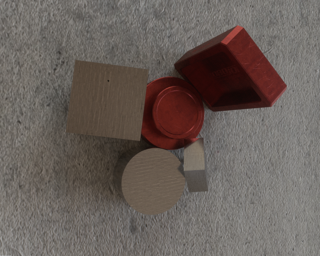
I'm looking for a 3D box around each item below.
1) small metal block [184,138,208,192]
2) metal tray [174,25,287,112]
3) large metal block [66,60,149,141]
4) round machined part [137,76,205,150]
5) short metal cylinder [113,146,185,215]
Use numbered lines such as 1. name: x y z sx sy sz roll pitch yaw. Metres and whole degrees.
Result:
1. small metal block: 0.047 0.049 0.404 0.025 0.050 0.050 -5 137 10
2. metal tray: 0.079 -0.065 0.384 0.030 0.130 0.090 -46 105 -14
3. large metal block: -0.058 -0.029 0.363 0.081 0.050 0.080 7 88 -3
4. round machined part: 0.016 -0.020 0.409 0.099 0.042 0.097 0 90 -21
5. short metal cylinder: -0.015 0.064 0.393 0.081 0.050 0.079 0 90 -21
